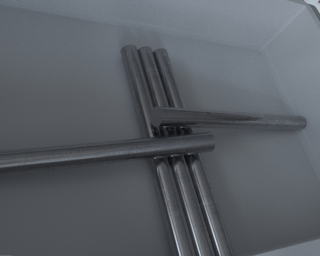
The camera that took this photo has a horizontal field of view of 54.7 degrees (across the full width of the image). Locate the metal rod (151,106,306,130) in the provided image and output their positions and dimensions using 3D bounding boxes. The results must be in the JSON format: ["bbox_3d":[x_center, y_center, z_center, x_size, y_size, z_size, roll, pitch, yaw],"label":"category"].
[{"bbox_3d":[0.120,-0.011,0.455,0.302,0.025,0.025,1,61,-35],"label":"metal rod"}]

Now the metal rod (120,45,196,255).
[{"bbox_3d":[-0.008,0.019,0.390,0.025,0.025,0.299,-1,62,-29],"label":"metal rod"}]

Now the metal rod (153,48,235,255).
[{"bbox_3d":[0.036,0.018,0.414,0.025,0.025,0.299,-1,62,-29],"label":"metal rod"}]

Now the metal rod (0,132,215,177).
[{"bbox_3d":[-0.076,0.028,0.326,0.303,0.025,0.025,-4,64,-24],"label":"metal rod"}]

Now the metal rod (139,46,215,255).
[{"bbox_3d":[0.014,0.018,0.402,0.025,0.025,0.299,-1,62,-29],"label":"metal rod"}]
